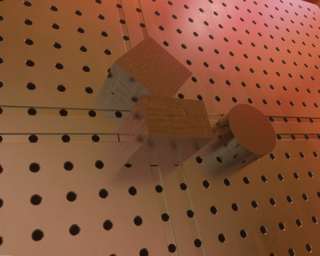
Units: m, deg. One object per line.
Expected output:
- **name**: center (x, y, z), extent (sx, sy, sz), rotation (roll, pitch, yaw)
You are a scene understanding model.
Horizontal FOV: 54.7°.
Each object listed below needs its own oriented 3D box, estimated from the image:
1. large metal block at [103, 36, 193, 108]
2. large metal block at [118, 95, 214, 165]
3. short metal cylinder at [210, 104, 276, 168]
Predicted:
- **large metal block**: center (-0.016, -0.067, 0.424), extent (0.080, 0.050, 0.080), rotation (41, 51, 0)
- **large metal block**: center (0.004, 0.006, 0.371), extent (0.081, 0.080, 0.050), rotation (3, 61, -27)
- **short metal cylinder**: center (0.118, 0.012, 0.448), extent (0.081, 0.050, 0.080), rotation (14, 56, -21)
